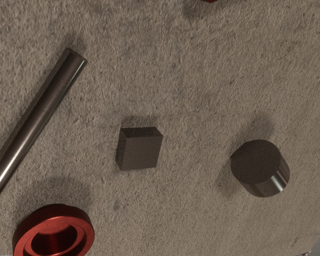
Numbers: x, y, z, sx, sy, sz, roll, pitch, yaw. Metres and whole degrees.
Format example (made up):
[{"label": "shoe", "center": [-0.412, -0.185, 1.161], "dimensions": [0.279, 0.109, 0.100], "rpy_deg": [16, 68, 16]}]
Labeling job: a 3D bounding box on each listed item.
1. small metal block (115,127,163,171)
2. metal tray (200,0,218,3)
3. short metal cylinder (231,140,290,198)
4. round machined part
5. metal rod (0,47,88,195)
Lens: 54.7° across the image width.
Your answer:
[{"label": "small metal block", "center": [-0.028, 0.027, 0.410], "dimensions": [0.050, 0.025, 0.050], "rpy_deg": [-2, 120, -28]}, {"label": "metal tray", "center": [0.091, -0.200, 0.330], "dimensions": [0.131, 0.030, 0.090], "rpy_deg": [-26, 128, -13]}, {"label": "short metal cylinder", "center": [0.163, 0.066, 0.504], "dimensions": [0.080, 0.080, 0.050], "rpy_deg": [-43, 130, 1]}, {"label": "round machined part", "center": [-0.140, 0.139, 0.406], "dimensions": [0.099, 0.042, 0.097], "rpy_deg": [-14, 125, -21]}, {"label": "metal rod", "center": [-0.172, 0.044, 0.340], "dimensions": [0.025, 0.025, 0.299], "rpy_deg": [29, 102, -38]}]
